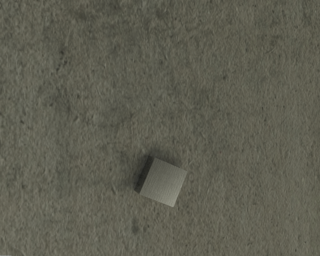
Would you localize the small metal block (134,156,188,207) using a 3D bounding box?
[{"bbox_3d":[0.001,0.070,0.409,0.050,0.025,0.050,26,82,-18],"label":"small metal block"}]
